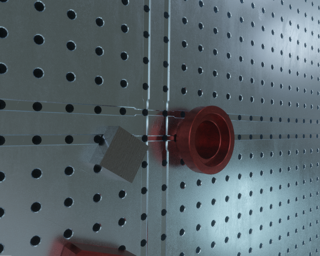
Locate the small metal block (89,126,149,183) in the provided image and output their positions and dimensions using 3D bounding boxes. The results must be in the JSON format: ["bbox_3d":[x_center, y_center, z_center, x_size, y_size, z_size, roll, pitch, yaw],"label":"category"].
[{"bbox_3d":[-0.048,0.032,0.371,0.050,0.025,0.050,38,67,-34],"label":"small metal block"}]

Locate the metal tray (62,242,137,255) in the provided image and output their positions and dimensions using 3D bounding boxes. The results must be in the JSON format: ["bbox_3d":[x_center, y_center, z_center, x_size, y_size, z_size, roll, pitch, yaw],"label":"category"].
[{"bbox_3d":[-0.079,0.201,0.341,0.090,0.030,0.130,27,73,-37],"label":"metal tray"}]

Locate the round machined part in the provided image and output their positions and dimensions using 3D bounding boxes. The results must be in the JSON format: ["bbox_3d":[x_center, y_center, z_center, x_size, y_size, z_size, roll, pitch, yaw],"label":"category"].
[{"bbox_3d":[0.062,0.017,0.453,0.099,0.042,0.097,0,90,-40],"label":"round machined part"}]
